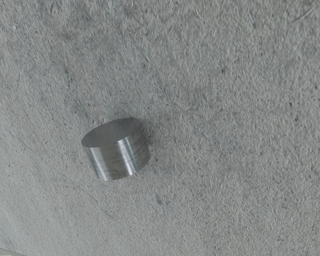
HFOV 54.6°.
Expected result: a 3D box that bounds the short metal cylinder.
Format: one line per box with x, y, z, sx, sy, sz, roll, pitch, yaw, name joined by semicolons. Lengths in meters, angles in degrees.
-0.059;0.027;0.419;0.080;0.080;0.050;-3;117;30;short metal cylinder
